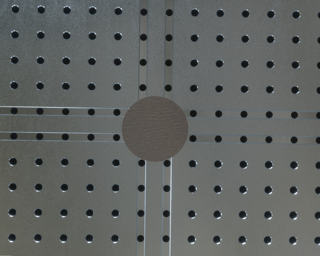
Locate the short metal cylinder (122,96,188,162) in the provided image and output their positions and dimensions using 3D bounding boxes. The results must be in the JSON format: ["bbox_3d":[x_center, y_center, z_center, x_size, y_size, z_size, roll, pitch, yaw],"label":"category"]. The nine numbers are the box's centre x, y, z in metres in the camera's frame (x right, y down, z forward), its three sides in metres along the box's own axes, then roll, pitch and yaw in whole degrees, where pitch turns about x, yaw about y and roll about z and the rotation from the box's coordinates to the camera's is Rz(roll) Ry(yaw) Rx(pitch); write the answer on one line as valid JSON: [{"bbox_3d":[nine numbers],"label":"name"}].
[{"bbox_3d":[-0.006,0.001,0.400,0.081,0.050,0.079,0,90,-1],"label":"short metal cylinder"}]
